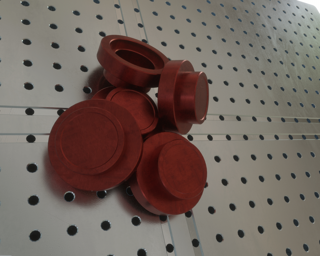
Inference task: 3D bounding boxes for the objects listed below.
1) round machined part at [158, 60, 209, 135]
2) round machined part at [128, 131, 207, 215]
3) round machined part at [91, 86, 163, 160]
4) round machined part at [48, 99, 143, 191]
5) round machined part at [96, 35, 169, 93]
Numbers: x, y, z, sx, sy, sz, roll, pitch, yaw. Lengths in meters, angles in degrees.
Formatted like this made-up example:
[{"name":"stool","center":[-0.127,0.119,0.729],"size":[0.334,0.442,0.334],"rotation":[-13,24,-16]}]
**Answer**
[{"name":"round machined part","center":[0.036,-0.040,0.404],"size":[0.042,0.098,0.098],"rotation":[4,49,23]},{"name":"round machined part","center":[0.016,0.051,0.360],"size":[0.099,0.042,0.098],"rotation":[12,67,-31]},{"name":"round machined part","center":[-0.041,-0.013,0.383],"size":[0.099,0.042,0.098],"rotation":[14,56,-21]},{"name":"round machined part","center":[-0.068,0.016,0.321],"size":[0.099,0.042,0.098],"rotation":[0,78,2]},{"name":"round machined part","center":[-0.037,-0.081,0.414],"size":[0.099,0.042,0.098],"rotation":[19,33,-13]}]
